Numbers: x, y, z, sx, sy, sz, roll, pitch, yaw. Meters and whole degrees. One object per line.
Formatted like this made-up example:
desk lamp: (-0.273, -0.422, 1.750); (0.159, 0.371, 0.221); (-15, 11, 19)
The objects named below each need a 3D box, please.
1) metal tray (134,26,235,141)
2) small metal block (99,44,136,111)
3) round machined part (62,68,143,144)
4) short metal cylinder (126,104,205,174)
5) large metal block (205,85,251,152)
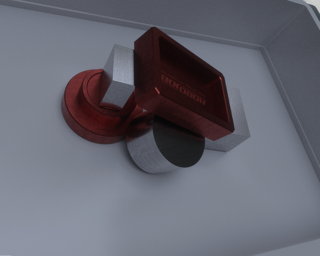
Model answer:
metal tray: (0.030, -0.047, 0.356); (0.131, 0.030, 0.090); (23, 51, -39)
small metal block: (-0.047, -0.055, 0.343); (0.025, 0.050, 0.050); (12, 57, -22)
round machined part: (-0.066, -0.033, 0.378); (0.099, 0.042, 0.098); (14, 56, -21)
short metal cylinder: (0.008, 0.012, 0.371); (0.081, 0.050, 0.080); (15, 66, -36)
large metal block: (0.072, -0.017, 0.437); (0.081, 0.050, 0.080); (9, 58, -24)
